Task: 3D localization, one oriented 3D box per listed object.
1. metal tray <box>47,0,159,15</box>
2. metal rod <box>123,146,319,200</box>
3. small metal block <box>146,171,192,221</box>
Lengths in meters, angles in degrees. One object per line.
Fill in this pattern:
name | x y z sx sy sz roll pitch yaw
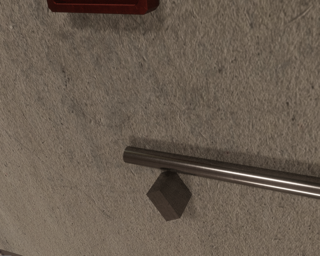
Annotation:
metal tray | -0.068 -0.172 0.331 0.130 0.030 0.089 10 123 22
metal rod | 0.089 0.057 0.393 0.301 0.025 0.025 7 122 24
small metal block | 0.014 0.095 0.440 0.025 0.050 0.050 -26 104 37
